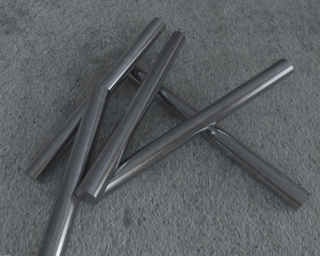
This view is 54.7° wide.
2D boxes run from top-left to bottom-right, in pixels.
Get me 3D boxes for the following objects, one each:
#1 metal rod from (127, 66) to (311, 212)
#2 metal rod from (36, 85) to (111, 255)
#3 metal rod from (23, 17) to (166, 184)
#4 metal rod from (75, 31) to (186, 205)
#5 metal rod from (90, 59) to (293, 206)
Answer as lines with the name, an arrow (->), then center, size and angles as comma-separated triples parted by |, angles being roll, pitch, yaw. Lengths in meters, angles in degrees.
metal rod -> 0.055, -0.004, 0.406 | 0.025, 0.025, 0.300 | -35, 58, -26
metal rod -> -0.095, 0.079, 0.312 | 0.025, 0.025, 0.300 | 6, 57, 5
metal rod -> -0.074, -0.054, 0.424 | 0.025, 0.025, 0.301 | 23, 61, 18
metal rod -> -0.021, -0.037, 0.398 | 0.025, 0.025, 0.301 | 15, 50, 12
metal rod -> 0.043, -0.003, 0.375 | 0.301, 0.025, 0.025 | -32, 57, -14
